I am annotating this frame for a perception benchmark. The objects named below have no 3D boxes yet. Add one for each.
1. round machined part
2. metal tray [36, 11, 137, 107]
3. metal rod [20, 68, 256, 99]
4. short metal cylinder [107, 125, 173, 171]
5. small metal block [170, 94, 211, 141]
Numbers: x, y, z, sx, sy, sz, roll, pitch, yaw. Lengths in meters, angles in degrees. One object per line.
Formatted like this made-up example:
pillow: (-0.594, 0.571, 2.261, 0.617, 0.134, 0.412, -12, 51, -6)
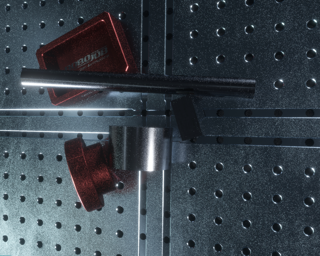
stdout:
round machined part: (-0.089, 0.057, 0.410, 0.042, 0.098, 0.098, -19, 83, -9)
metal tray: (-0.108, -0.095, 0.446, 0.130, 0.030, 0.090, -22, 83, 18)
metal rod: (-0.035, -0.058, 0.398, 0.301, 0.025, 0.025, 4, 92, 10)
short metal cylinder: (-0.025, 0.023, 0.391, 0.080, 0.080, 0.050, 3, 91, 19)
small metal block: (0.039, -0.012, 0.385, 0.025, 0.050, 0.050, -18, 84, 19)
